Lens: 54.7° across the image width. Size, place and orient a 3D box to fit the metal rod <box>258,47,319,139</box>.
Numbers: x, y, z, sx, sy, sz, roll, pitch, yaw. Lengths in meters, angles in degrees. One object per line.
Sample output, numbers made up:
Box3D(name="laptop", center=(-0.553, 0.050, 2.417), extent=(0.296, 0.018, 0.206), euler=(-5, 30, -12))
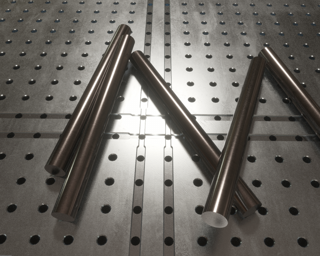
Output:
Box3D(name="metal rod", center=(0.213, -0.013, 0.420), extent=(0.025, 0.025, 0.300), euler=(-11, 51, -10))

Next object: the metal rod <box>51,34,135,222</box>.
Box3D(name="metal rod", center=(-0.078, -0.024, 0.416), extent=(0.025, 0.025, 0.300), euler=(8, 53, 6))

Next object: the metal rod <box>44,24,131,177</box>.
Box3D(name="metal rod", center=(-0.093, -0.062, 0.458), extent=(0.025, 0.025, 0.300), euler=(9, 50, 7))

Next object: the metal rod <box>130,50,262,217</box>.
Box3D(name="metal rod", center=(0.031, -0.013, 0.419), extent=(0.025, 0.025, 0.300), euler=(-22, 54, -17))

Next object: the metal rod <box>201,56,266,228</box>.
Box3D(name="metal rod", center=(0.104, -0.009, 0.393), extent=(0.025, 0.025, 0.301), euler=(17, 45, 13))
